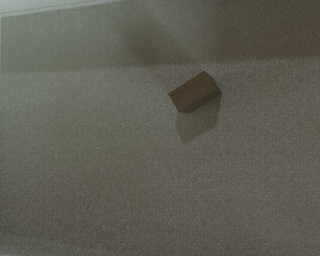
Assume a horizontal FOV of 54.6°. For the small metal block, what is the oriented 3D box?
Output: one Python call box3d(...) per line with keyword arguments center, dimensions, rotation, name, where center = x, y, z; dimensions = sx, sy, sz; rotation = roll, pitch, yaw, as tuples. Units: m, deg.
box3d(center=(0.045, -0.042, 0.382), dimensions=(0.050, 0.050, 0.025), rotation=(-32, 80, 17), name="small metal block")
